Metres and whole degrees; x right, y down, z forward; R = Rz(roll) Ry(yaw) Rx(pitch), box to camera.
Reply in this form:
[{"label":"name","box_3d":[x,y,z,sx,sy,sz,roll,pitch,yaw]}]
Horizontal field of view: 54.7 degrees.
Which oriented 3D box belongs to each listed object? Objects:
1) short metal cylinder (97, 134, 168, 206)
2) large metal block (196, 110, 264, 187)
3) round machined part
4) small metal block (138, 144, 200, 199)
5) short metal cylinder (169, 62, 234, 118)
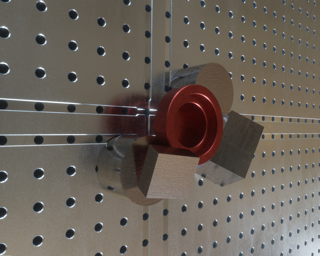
[{"label":"short metal cylinder","box_3d":[-0.027,0.048,0.370,0.081,0.050,0.079,0,90,-40]},{"label":"large metal block","box_3d":[0.096,0.032,0.445,0.050,0.080,0.080,28,69,-1]},{"label":"round machined part","box_3d":[0.031,-0.003,0.386,0.099,0.042,0.097,0,90,-40]},{"label":"small metal block","box_3d":[0.009,0.048,0.335,0.050,0.025,0.050,9,104,-28]},{"label":"short metal cylinder","box_3d":[0.060,-0.050,0.443,0.081,0.050,0.079,0,90,-40]}]
